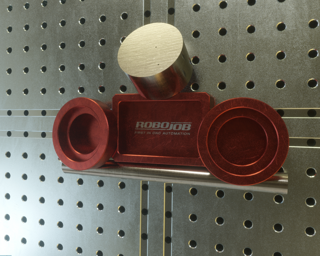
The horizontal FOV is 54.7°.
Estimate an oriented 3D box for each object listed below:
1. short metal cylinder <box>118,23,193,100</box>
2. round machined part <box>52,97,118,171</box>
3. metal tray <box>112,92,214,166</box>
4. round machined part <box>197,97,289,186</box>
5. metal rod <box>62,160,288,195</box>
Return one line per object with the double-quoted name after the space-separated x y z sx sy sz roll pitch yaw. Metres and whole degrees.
-0.005 -0.081 0.381 0.080 0.050 0.080 -8 61 15 "short metal cylinder"
-0.098 0.008 0.429 0.098 0.042 0.097 -1 87 28 "round machined part"
0.002 0.000 0.404 0.130 0.030 0.089 1 91 19 "metal tray"
0.094 0.015 0.361 0.098 0.042 0.097 0 88 12 "round machined part"
0.005 0.059 0.406 0.301 0.025 0.025 2 91 19 "metal rod"
